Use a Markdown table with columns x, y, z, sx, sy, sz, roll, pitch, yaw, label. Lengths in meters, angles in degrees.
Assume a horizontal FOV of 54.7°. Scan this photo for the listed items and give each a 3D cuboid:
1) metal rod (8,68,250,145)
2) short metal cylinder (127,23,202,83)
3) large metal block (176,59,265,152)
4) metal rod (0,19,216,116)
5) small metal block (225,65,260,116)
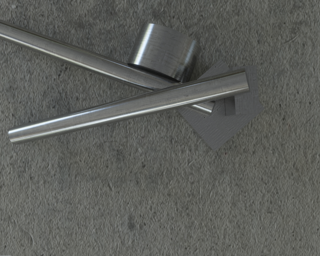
| x | y | z | sx | sy | sz | roll | pitch | yaw | label |
| --- | --- | --- | --- | --- | --- | --- | --- | --- | --- |
| -0.052 | -0.019 | 0.357 | 0.301 | 0.025 | 0.025 | -12 | 90 | 20 | metal rod |
| 0.005 | -0.087 | 0.385 | 0.080 | 0.080 | 0.050 | 21 | 90 | -1 | short metal cylinder |
| 0.070 | -0.028 | 0.398 | 0.080 | 0.050 | 0.080 | -41 | 90 | 1 | large metal block |
| -0.076 | -0.079 | 0.381 | 0.301 | 0.025 | 0.025 | 21 | 90 | 11 | metal rod |
| 0.090 | -0.040 | 0.347 | 0.025 | 0.050 | 0.050 | -4 | 90 | 0 | small metal block |
